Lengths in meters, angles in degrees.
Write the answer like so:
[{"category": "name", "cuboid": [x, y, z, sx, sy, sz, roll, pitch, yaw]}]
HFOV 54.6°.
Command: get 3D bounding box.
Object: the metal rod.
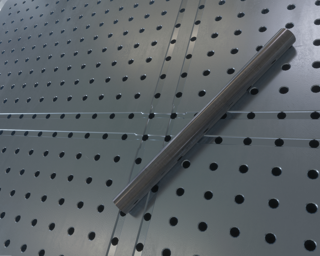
[{"category": "metal rod", "cuboid": [0.057, -0.011, 0.385, 0.300, 0.025, 0.025, -45, 51, -4]}]
